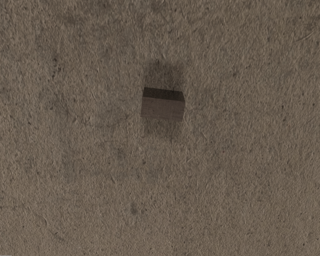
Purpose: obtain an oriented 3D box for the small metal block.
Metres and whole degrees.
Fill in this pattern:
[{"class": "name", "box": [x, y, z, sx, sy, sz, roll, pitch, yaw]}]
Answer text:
[{"class": "small metal block", "box": [0.003, -0.030, 0.385, 0.050, 0.050, 0.025, 7, 110, -3]}]
